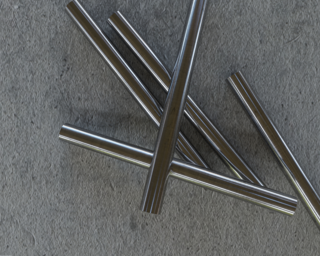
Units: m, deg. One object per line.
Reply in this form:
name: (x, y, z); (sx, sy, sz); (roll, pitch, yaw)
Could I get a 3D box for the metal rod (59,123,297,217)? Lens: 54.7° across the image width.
metal rod: (0.016, 0.049, 0.389); (0.301, 0.025, 0.025); (17, 90, 8)

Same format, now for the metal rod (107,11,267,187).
metal rod: (0.036, -0.031, 0.409); (0.025, 0.025, 0.300); (-40, 90, 0)

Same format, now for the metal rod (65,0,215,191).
metal rod: (-0.023, -0.043, 0.409); (0.025, 0.025, 0.300); (-38, 90, 0)

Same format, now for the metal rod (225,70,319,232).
metal rod: (0.176, 0.056, 0.411); (0.025, 0.025, 0.299); (-32, 90, 0)

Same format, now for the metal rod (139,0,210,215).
metal rod: (0.023, -0.046, 0.383); (0.025, 0.025, 0.299); (14, 79, 0)
